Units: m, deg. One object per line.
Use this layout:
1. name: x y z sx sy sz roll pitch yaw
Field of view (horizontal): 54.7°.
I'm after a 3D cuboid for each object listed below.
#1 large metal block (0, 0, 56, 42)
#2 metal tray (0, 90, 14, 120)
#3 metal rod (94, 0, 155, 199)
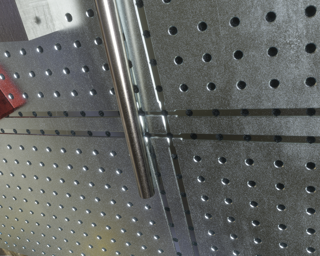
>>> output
1. large metal block: -0.192 -0.157 0.397 0.080 0.050 0.079 5 121 25
2. metal tray: -0.329 -0.042 0.551 0.130 0.030 0.090 -20 108 35
3. metal rod: -0.043 -0.028 0.414 0.025 0.025 0.298 5 121 25
